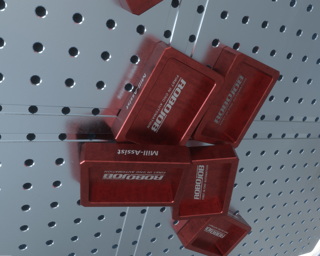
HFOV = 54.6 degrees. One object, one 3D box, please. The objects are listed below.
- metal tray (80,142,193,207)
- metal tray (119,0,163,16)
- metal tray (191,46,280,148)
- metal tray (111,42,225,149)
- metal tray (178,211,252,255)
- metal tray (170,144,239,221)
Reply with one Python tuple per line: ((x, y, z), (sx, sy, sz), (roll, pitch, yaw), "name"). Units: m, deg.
((-0.032, 0.062, 0.391), (0.131, 0.030, 0.089), (3, 132, -11), "metal tray")
((-0.019, -0.185, 0.283), (0.090, 0.030, 0.130), (-34, 129, -6), "metal tray")
((0.101, -0.038, 0.438), (0.091, 0.030, 0.129), (14, 111, -34), "metal tray")
((0.009, -0.028, 0.386), (0.090, 0.030, 0.129), (22, 106, -28), "metal tray")
((0.106, 0.196, 0.585), (0.130, 0.030, 0.090), (34, 99, -39), "metal tray")
((0.063, 0.085, 0.468), (0.091, 0.030, 0.129), (-4, 128, -5), "metal tray")
